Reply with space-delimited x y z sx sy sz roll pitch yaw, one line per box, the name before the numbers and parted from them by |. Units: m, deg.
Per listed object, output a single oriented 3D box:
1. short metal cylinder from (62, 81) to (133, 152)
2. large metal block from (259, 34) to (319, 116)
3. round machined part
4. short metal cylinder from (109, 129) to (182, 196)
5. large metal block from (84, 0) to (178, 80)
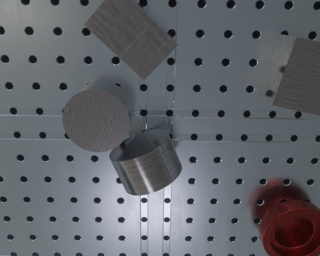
short metal cylinder | -0.076 -0.016 0.393 0.081 0.050 0.079 0 110 0
large metal block | 0.180 -0.064 0.378 0.081 0.050 0.079 12 110 -5
round machined part | 0.196 0.148 0.461 0.099 0.042 0.097 0 110 0
short metal cylinder | -0.018 0.042 0.399 0.080 0.080 0.050 -20 109 7
large metal block | -0.028 -0.106 0.345 0.080 0.080 0.050 42 105 -14
